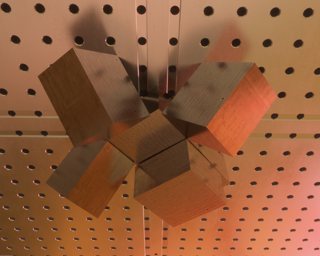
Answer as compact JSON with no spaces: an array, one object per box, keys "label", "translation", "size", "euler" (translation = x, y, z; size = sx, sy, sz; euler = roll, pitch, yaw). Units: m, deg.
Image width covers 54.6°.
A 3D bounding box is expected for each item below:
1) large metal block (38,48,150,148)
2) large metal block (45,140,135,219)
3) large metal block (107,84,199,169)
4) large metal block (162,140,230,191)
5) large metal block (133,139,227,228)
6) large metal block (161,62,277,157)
[{"label":"large metal block","translation":[-0.065,-0.032,0.327],"size":[0.050,0.080,0.080],"euler":[-31,85,23]},{"label":"large metal block","translation":[-0.092,0.060,0.405],"size":[0.050,0.080,0.080],"euler":[45,159,-30]},{"label":"large metal block","translation":[-0.008,0.005,0.399],"size":[0.080,0.050,0.080],"euler":[-31,124,23]},{"label":"large metal block","translation":[0.041,0.055,0.441],"size":[0.080,0.050,0.080],"euler":[-30,123,22]},{"label":"large metal block","translation":[0.025,0.072,0.389],"size":[0.080,0.050,0.080],"euler":[-31,125,22]},{"label":"large metal block","translation":[0.062,-0.024,0.335],"size":[0.050,0.080,0.080],"euler":[45,77,-30]}]
